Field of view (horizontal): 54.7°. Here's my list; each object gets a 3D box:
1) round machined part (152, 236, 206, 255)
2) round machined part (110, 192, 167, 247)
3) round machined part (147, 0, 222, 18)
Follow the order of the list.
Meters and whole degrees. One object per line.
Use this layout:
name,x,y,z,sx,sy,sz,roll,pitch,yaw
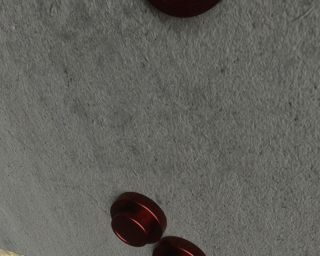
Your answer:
round machined part,0.030,0.235,0.525,0.098,0.042,0.097,13,124,21
round machined part,-0.042,0.158,0.516,0.098,0.042,0.097,13,124,21
round machined part,0.026,-0.156,0.285,0.098,0.042,0.097,13,124,21
